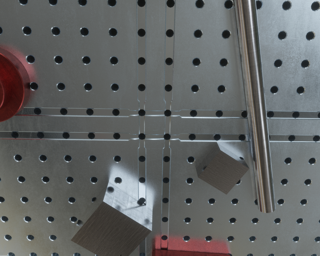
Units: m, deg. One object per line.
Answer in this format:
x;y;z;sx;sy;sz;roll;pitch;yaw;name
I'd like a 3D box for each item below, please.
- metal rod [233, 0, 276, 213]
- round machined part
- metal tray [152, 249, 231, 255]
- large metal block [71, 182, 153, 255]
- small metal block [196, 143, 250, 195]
0.128;-0.018;0.408;0.025;0.025;0.298;-11;110;4;metal rod
-0.218;-0.051;0.382;0.099;0.042;0.097;0;110;-1;round machined part
0.049;0.247;0.502;0.131;0.030;0.089;5;110;-3;metal tray
-0.068;0.140;0.451;0.080;0.050;0.080;36;106;-13;large metal block
0.087;0.057;0.436;0.050;0.025;0.050;32;107;-12;small metal block
